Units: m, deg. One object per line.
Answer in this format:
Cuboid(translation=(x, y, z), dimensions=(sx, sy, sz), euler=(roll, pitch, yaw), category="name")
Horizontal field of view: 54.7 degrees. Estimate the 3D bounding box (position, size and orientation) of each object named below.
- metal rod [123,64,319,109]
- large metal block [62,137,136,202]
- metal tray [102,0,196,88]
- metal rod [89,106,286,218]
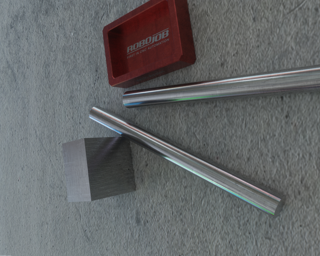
Cuboid(translation=(0.072, -0.043, 0.343), dimensions=(0.300, 0.025, 0.025), euler=(-2, 89, 39), category="metal rod")
Cuboid(translation=(-0.084, 0.056, 0.436), dimensions=(0.050, 0.081, 0.080), euler=(-13, 82, 39), category="large metal block")
Cuboid(translation=(-0.019, -0.113, 0.415), dimensions=(0.130, 0.030, 0.089), euler=(-13, 82, 39), category="metal tray")
Cuboid(translation=(0.009, 0.028, 0.395), dimensions=(0.300, 0.025, 0.025), euler=(25, 106, 37), category="metal rod")
